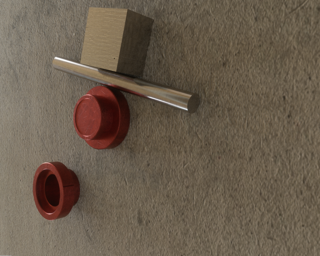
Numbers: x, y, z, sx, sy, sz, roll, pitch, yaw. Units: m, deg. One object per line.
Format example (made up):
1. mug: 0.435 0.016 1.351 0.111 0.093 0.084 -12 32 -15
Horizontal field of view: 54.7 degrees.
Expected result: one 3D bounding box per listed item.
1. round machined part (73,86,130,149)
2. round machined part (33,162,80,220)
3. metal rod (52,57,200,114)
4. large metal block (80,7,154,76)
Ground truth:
1. round machined part: -0.095 -0.016 0.473 0.098 0.042 0.097 0 90 40
2. round machined part: -0.177 0.107 0.540 0.098 0.042 0.097 0 90 40
3. metal rod: -0.070 -0.072 0.462 0.300 0.025 0.025 21 104 38
4. large metal block: -0.062 -0.122 0.440 0.080 0.050 0.079 20 103 38
